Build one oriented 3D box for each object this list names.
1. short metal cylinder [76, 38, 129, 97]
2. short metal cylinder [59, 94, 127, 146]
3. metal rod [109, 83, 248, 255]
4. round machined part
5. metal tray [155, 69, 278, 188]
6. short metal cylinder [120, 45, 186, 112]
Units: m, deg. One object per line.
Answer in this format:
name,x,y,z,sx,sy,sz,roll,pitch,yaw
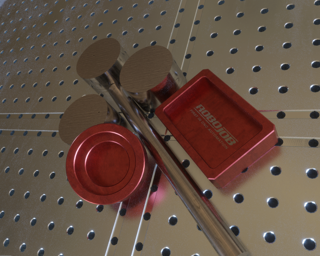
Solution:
short metal cylinder,-0.085,-0.097,0.497,0.080,0.050,0.080,-13,56,21
short metal cylinder,-0.096,-0.001,0.443,0.080,0.050,0.080,-13,56,21
metal rod,0.003,0.033,0.387,0.025,0.025,0.300,-39,51,2
round machined part,-0.063,0.046,0.389,0.098,0.042,0.098,-2,78,9
metal tray,0.063,-0.005,0.374,0.090,0.030,0.130,-40,51,2
short metal cylinder,-0.009,-0.069,0.439,0.080,0.050,0.080,-13,56,21
